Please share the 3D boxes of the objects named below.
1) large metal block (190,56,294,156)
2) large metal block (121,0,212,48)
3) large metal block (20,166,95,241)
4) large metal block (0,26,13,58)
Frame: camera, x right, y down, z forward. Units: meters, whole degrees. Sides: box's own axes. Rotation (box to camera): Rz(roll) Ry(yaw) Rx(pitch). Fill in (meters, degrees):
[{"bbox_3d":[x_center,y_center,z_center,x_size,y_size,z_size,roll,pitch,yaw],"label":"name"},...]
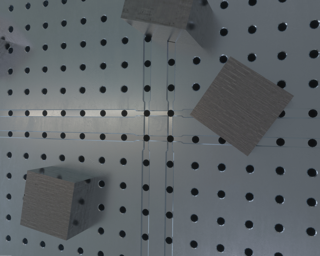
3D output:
[{"bbox_3d":[0.096,-0.025,0.366,0.080,0.050,0.080,37,102,16],"label":"large metal block"},{"bbox_3d":[0.011,-0.140,0.380,0.080,0.080,0.050,17,96,19],"label":"large metal block"},{"bbox_3d":[-0.149,0.106,0.453,0.080,0.050,0.080,10,93,19],"label":"large metal block"},{"bbox_3d":[-0.305,-0.144,0.508,0.080,0.050,0.080,-44,76,15],"label":"large metal block"}]
